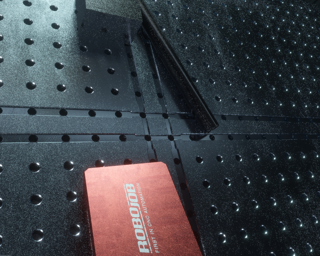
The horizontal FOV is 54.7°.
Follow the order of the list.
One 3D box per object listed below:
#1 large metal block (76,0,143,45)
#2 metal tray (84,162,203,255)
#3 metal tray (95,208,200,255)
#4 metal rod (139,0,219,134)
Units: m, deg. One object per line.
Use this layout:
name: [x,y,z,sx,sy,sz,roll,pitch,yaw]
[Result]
large metal block: [-0.077,-0.177,0.458,0.081,0.050,0.080,3,60,-27]
metal tray: [-0.021,0.092,0.298,0.091,0.030,0.130,-3,41,-19]
metal tray: [-0.022,0.145,0.305,0.090,0.030,0.130,32,51,-7]
metal rod: [0.006,-0.125,0.487,0.025,0.025,0.299,-17,71,-35]
